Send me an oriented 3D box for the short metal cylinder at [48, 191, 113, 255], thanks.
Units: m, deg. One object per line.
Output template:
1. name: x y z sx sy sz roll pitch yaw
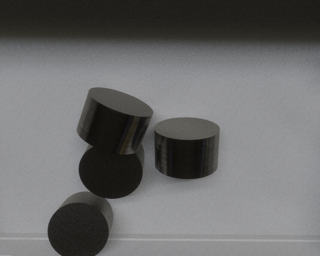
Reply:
1. short metal cylinder: -0.109 0.136 0.437 0.081 0.050 0.079 0 95 -2

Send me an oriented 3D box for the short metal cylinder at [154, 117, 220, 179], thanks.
1. short metal cylinder: 0.033 0.023 0.390 0.081 0.080 0.050 -1 110 0

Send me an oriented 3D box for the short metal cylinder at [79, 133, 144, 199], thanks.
1. short metal cylinder: -0.062 0.047 0.415 0.081 0.050 0.079 0 110 0

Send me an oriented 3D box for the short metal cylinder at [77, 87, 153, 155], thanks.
1. short metal cylinder: -0.055 -0.010 0.378 0.080 0.080 0.050 20 109 -7
